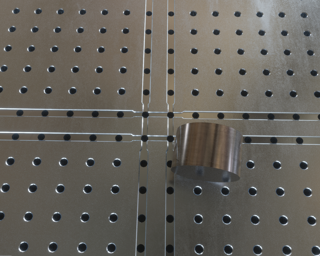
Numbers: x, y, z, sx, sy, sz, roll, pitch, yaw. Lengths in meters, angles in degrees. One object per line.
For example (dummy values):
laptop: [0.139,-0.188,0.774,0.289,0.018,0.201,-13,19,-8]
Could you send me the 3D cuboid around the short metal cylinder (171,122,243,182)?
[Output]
short metal cylinder: [0.056,0.031,0.371,0.080,0.080,0.050,8,70,3]
